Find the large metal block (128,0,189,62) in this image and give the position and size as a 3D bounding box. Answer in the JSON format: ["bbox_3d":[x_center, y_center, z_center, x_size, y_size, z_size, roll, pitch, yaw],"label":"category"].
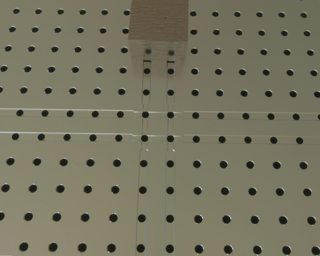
[{"bbox_3d":[-0.001,-0.146,0.452,0.080,0.050,0.080,2,70,1],"label":"large metal block"}]
